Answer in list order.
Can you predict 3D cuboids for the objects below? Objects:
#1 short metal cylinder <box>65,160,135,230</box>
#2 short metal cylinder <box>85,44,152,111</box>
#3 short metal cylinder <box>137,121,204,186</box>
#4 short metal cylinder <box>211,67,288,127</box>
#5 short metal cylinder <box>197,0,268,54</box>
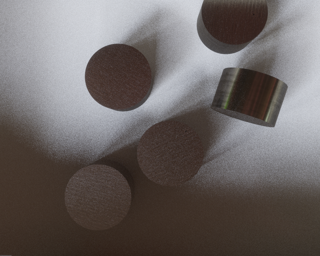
[{"bbox_3d":[-0.075,0.084,0.398,0.081,0.050,0.080,0,90,0],"label":"short metal cylinder"},{"bbox_3d":[-0.050,-0.062,0.398,0.081,0.050,0.080,0,90,0],"label":"short metal cylinder"},{"bbox_3d":[0.013,0.031,0.399,0.081,0.050,0.080,0,90,0],"label":"short metal cylinder"},{"bbox_3d":[0.109,-0.037,0.385,0.080,0.080,0.050,18,90,0],"label":"short metal cylinder"},{"bbox_3d":[0.090,-0.141,0.399,0.081,0.050,0.080,0,90,0],"label":"short metal cylinder"}]
